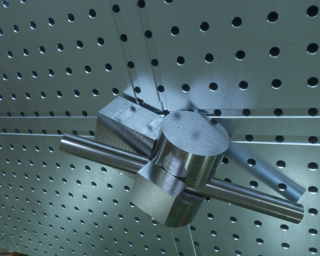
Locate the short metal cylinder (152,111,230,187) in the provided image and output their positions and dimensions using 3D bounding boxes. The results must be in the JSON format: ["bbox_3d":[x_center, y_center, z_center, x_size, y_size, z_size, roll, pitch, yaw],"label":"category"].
[{"bbox_3d":[0.035,0.023,0.367,0.080,0.080,0.050,25,127,13],"label":"short metal cylinder"}]

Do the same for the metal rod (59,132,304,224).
[{"bbox_3d":[0.027,0.061,0.379,0.302,0.025,0.025,17,127,-1],"label":"metal rod"}]

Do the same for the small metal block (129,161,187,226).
[{"bbox_3d":[-0.003,0.074,0.352,0.050,0.025,0.050,31,129,18],"label":"small metal block"}]

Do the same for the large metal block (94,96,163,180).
[{"bbox_3d":[-0.040,0.016,0.419,0.080,0.050,0.079,26,128,12],"label":"large metal block"}]

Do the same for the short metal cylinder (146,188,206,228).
[{"bbox_3d":[0.019,0.083,0.412,0.080,0.080,0.050,27,128,11],"label":"short metal cylinder"}]
